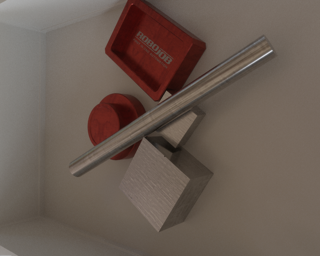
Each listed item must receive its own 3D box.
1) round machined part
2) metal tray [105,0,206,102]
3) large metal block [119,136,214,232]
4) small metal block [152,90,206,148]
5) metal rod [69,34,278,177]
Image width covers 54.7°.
[{"bbox_3d":[-0.067,-0.002,0.449,0.098,0.042,0.097,0,90,39],"label":"round machined part"},{"bbox_3d":[-0.012,-0.105,0.411,0.130,0.030,0.089,46,117,30],"label":"metal tray"},{"bbox_3d":[0.005,0.066,0.384,0.080,0.050,0.079,41,114,32],"label":"large metal block"},{"bbox_3d":[0.020,-0.012,0.384,0.050,0.025,0.050,41,115,20],"label":"small metal block"},{"bbox_3d":[-0.006,-0.011,0.368,0.299,0.025,0.025,-31,71,28],"label":"metal rod"}]
